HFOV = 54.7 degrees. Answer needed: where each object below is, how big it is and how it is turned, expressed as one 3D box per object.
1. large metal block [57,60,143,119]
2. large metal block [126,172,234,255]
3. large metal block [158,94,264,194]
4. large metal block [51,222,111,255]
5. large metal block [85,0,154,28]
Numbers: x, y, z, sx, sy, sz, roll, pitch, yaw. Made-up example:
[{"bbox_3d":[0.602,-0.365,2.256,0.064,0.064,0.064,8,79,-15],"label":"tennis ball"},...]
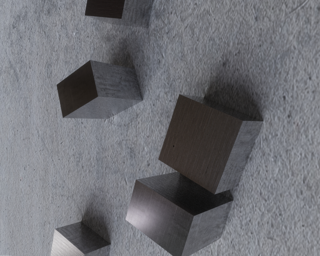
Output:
[{"bbox_3d":[-0.085,-0.050,0.440,0.080,0.081,0.050,-23,76,38],"label":"large metal block"},{"bbox_3d":[0.022,0.093,0.351,0.080,0.081,0.050,24,106,37],"label":"large metal block"},{"bbox_3d":[0.054,0.015,0.344,0.080,0.050,0.079,28,108,36],"label":"large metal block"},{"bbox_3d":[-0.130,0.210,0.497,0.080,0.050,0.079,19,102,38],"label":"large metal block"},{"bbox_3d":[-0.054,-0.189,0.434,0.080,0.050,0.079,21,103,38],"label":"large metal block"}]
